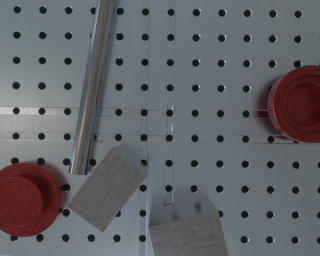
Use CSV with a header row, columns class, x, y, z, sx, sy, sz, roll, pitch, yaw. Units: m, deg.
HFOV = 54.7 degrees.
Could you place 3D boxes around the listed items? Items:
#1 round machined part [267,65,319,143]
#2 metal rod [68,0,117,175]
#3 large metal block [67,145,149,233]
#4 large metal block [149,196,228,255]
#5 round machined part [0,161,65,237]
class,x,y,z,sx,sy,sz,roll,pitch,yaw
round machined part,0.189,-0.030,0.406,0.099,0.042,0.097,0,90,0
metal rod,-0.084,-0.087,0.412,0.025,0.025,0.298,10,90,0
large metal block,-0.059,0.070,0.385,0.050,0.080,0.080,37,90,0
large metal block,0.032,0.127,0.386,0.080,0.080,0.050,-12,90,0
round machined part,-0.179,0.094,0.403,0.099,0.042,0.097,0,90,0
